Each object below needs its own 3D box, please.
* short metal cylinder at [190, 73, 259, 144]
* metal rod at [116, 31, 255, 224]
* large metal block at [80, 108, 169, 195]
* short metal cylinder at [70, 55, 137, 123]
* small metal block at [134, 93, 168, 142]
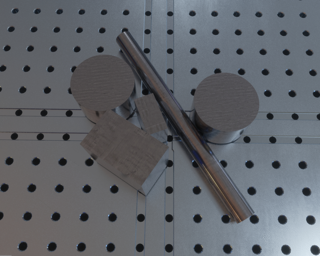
[{"bbox_3d":[0.082,-0.025,0.404,0.081,0.050,0.080,0,70,0],"label":"short metal cylinder"},{"bbox_3d":[0.024,-0.013,0.412,0.025,0.025,0.299,-30,73,-10],"label":"metal rod"},{"bbox_3d":[-0.037,0.032,0.366,0.080,0.080,0.050,32,74,11],"label":"large metal block"},{"bbox_3d":[-0.072,-0.050,0.412,0.081,0.050,0.080,0,70,0],"label":"short metal cylinder"},{"bbox_3d":[-0.011,-0.009,0.397,0.025,0.050,0.050,-20,72,-7],"label":"small metal block"}]
